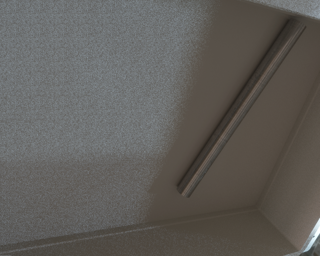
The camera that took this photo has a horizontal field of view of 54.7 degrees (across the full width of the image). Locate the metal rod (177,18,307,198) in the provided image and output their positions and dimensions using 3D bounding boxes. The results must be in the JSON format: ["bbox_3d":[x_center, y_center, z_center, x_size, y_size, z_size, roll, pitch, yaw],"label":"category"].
[{"bbox_3d":[0.114,-0.021,0.460,0.025,0.025,0.299,22,107,-37],"label":"metal rod"}]
